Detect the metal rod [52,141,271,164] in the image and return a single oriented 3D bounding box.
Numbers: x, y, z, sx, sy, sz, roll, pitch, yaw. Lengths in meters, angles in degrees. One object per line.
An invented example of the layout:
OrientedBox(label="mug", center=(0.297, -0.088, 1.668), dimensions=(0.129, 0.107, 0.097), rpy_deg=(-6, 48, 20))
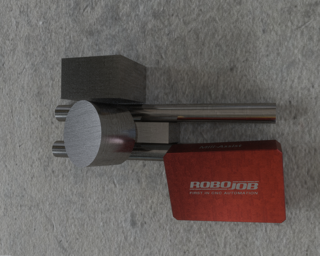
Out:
OrientedBox(label="metal rod", center=(-0.011, 0.031, 0.413), dimensions=(0.301, 0.025, 0.025), rpy_deg=(0, 90, 19))

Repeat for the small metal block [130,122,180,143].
OrientedBox(label="small metal block", center=(-0.005, 0.005, 0.397), dimensions=(0.050, 0.050, 0.025), rpy_deg=(1, 91, 19))

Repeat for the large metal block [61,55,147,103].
OrientedBox(label="large metal block", center=(-0.070, -0.060, 0.405), dimensions=(0.080, 0.080, 0.050), rpy_deg=(1, 91, 19))

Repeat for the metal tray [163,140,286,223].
OrientedBox(label="metal tray", center=(0.076, 0.064, 0.365), dimensions=(0.130, 0.030, 0.089), rpy_deg=(-4, 106, 18))

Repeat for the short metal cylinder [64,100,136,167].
OrientedBox(label="short metal cylinder", center=(-0.076, 0.007, 0.385), dimensions=(0.080, 0.050, 0.080), rpy_deg=(-2, 87, 43))

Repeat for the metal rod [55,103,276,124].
OrientedBox(label="metal rod", center=(-0.006, -0.020, 0.412), dimensions=(0.301, 0.025, 0.025), rpy_deg=(1, 90, 19))
